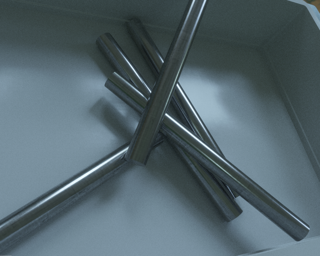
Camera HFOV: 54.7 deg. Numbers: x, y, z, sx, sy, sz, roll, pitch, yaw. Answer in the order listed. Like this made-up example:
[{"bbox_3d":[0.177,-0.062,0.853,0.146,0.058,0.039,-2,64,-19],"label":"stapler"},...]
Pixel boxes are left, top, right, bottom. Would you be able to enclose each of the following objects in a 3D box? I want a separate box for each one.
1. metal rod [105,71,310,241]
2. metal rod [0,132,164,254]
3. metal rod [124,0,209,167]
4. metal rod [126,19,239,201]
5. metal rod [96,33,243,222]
[{"bbox_3d":[0.055,0.032,0.383,0.300,0.025,0.025,39,51,3],"label":"metal rod"},{"bbox_3d":[-0.105,0.073,0.304,0.302,0.025,0.025,-32,80,-38],"label":"metal rod"},{"bbox_3d":[0.023,-0.095,0.386,0.025,0.025,0.299,25,72,-13],"label":"metal rod"},{"bbox_3d":[0.031,-0.036,0.445,0.025,0.025,0.299,-19,72,-36],"label":"metal rod"},{"bbox_3d":[0.007,-0.008,0.415,0.025,0.025,0.299,-29,78,-38],"label":"metal rod"}]
